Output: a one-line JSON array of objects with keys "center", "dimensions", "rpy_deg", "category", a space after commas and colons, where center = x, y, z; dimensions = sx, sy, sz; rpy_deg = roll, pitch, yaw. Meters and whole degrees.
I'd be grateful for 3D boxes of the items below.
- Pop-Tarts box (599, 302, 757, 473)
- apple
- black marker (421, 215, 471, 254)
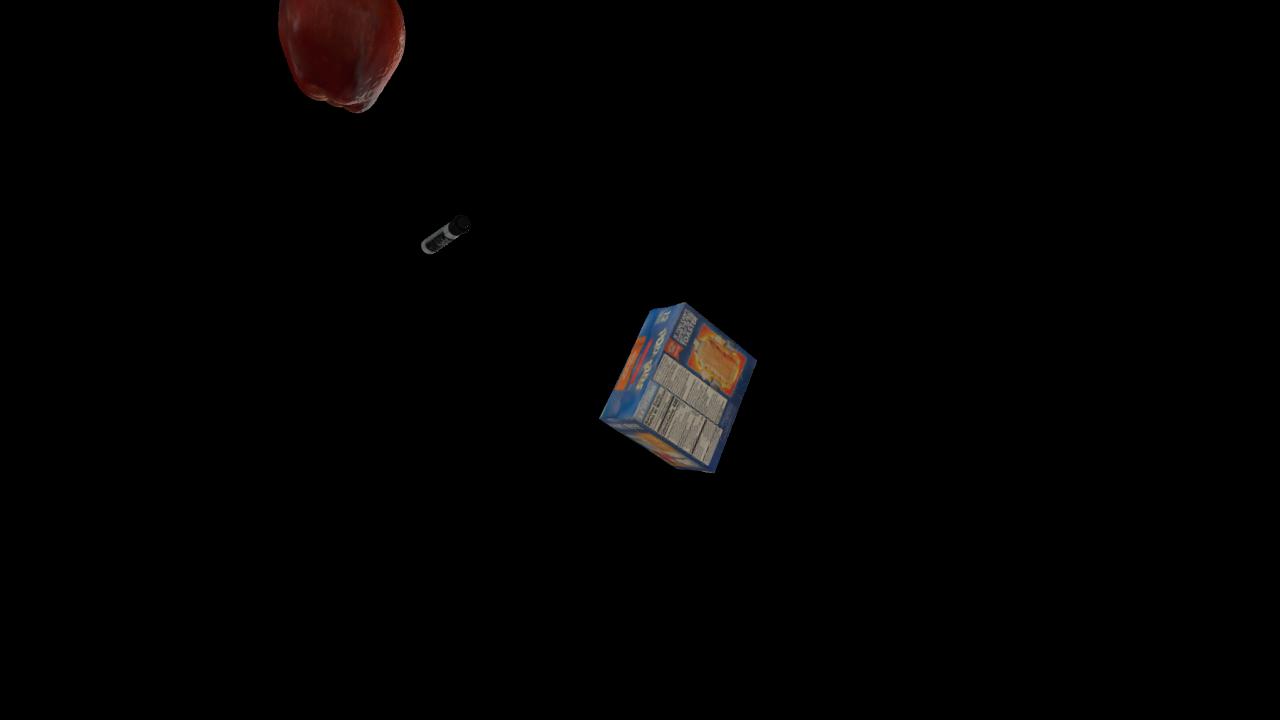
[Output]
[{"center": [0.052, 0.037, 0.785], "dimensions": [0.141, 0.167, 0.083], "rpy_deg": [36, -25, -26], "category": "Pop-Tarts box"}, {"center": [-0.201, -0.220, 0.415], "dimensions": [0.079, 0.093, 0.079], "rpy_deg": [16, 6, -2], "category": "apple"}, {"center": [-0.214, -0.137, 0.676], "dimensions": [0.020, 0.020, 0.121], "rpy_deg": [0, -3, -35], "category": "black marker"}]
